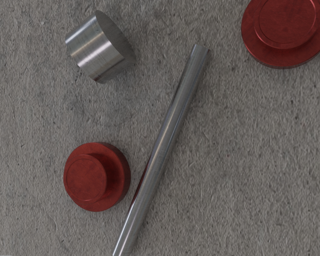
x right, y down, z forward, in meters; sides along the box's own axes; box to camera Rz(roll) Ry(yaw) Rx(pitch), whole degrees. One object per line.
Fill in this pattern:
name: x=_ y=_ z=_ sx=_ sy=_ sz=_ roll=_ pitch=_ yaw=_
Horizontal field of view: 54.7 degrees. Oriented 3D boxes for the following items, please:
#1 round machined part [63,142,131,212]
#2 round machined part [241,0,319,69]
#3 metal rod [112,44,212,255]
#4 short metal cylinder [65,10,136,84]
round machined part: x=-0.094 y=0.069 z=0.433 sx=0.098 sy=0.042 sz=0.097 roll=0 pitch=90 yaw=20
round machined part: x=0.142 y=-0.118 z=0.350 sx=0.098 sy=0.042 sz=0.097 roll=0 pitch=90 yaw=20
metal rod: x=-0.001 y=0.037 z=0.409 sx=0.025 sy=0.025 sz=0.298 roll=24 pitch=98 yaw=18
short metal cylinder: x=-0.076 y=-0.105 z=0.406 sx=0.050 sy=0.080 sz=0.080 roll=-32 pitch=80 yaw=17
